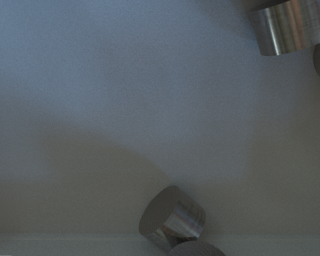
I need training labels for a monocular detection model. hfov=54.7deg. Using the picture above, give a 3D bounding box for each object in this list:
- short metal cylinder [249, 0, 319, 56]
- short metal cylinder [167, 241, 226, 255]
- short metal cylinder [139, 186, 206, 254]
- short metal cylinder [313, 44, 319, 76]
[{"bbox_3d":[0.145,-0.118,0.340,0.080,0.080,0.050,-20,109,7],"label":"short metal cylinder"},{"bbox_3d":[0.043,0.184,0.369,0.081,0.080,0.050,1,122,-1],"label":"short metal cylinder"},{"bbox_3d":[0.016,0.127,0.429,0.050,0.080,0.080,43,104,-14],"label":"short metal cylinder"},{"bbox_3d":[0.235,-0.086,0.370,0.081,0.050,0.079,0,110,-1],"label":"short metal cylinder"}]
